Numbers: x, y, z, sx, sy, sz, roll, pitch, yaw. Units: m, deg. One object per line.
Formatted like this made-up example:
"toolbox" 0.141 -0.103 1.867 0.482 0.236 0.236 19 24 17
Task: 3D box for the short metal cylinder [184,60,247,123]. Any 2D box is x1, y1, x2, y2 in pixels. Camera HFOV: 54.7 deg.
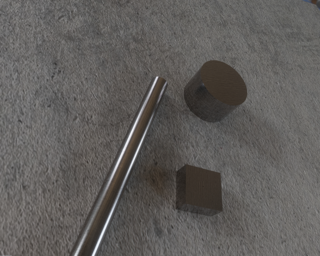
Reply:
"short metal cylinder" 0.083 -0.055 0.468 0.081 0.050 0.080 14 56 -21

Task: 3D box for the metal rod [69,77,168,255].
"metal rod" -0.044 0.047 0.352 0.025 0.025 0.300 29 52 -10

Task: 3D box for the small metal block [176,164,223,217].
"small metal block" 0.048 0.078 0.384 0.050 0.025 0.050 17 55 -19
